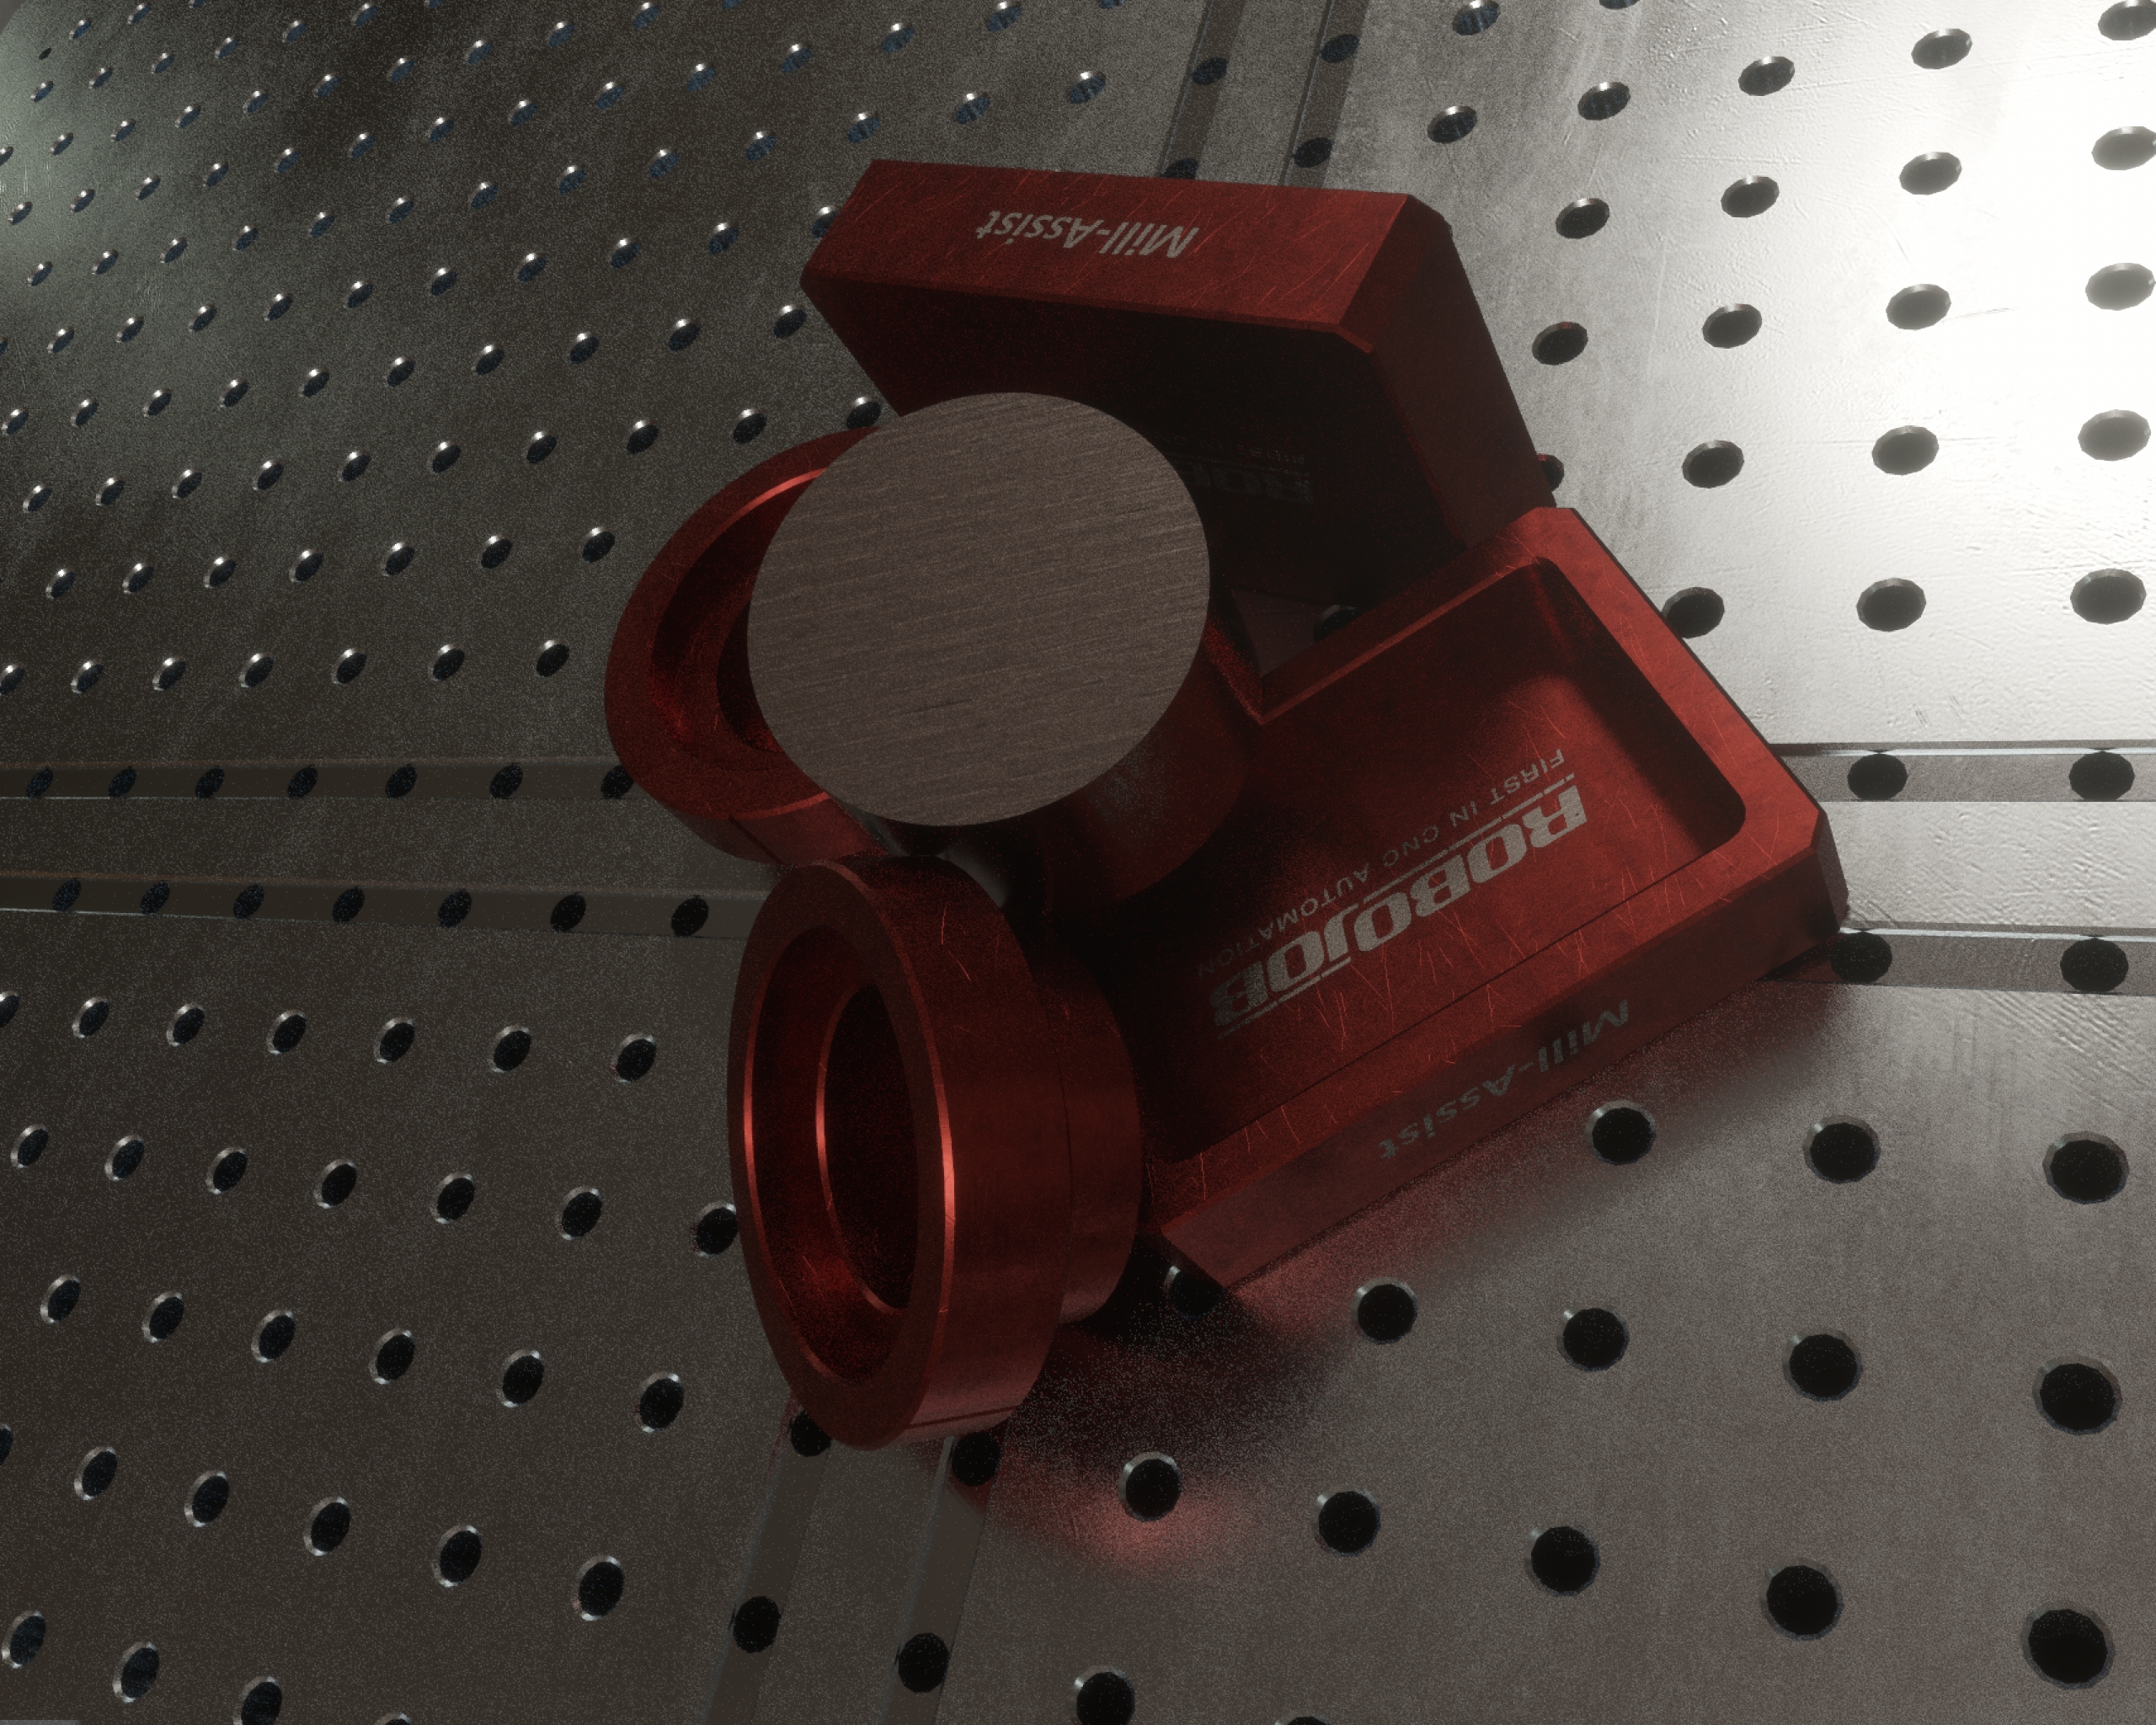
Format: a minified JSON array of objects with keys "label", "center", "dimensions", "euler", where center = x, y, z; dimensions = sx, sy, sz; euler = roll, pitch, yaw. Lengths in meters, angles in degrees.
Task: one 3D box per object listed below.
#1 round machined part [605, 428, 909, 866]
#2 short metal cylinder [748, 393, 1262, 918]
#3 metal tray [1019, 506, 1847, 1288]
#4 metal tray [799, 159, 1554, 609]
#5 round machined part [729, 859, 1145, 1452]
[{"label":"round machined part","center":[-0.048,-0.042,0.447],"dimensions":[0.098,0.042,0.098],"euler":[-13,56,20]},{"label":"short metal cylinder","center":[-0.011,-0.036,0.371],"dimensions":[0.080,0.050,0.080],"euler":[-5,70,13]},{"label":"metal tray","center":[0.055,0.004,0.372],"dimensions":[0.130,0.030,0.090],"euler":[-32,52,7]},{"label":"metal tray","center":[0.020,-0.092,0.411],"dimensions":[0.130,0.090,0.030],"euler":[16,71,34]},{"label":"round machined part","center":[-0.023,0.047,0.357],"dimensions":[0.098,0.042,0.097],"euler":[7,98,61]}]
